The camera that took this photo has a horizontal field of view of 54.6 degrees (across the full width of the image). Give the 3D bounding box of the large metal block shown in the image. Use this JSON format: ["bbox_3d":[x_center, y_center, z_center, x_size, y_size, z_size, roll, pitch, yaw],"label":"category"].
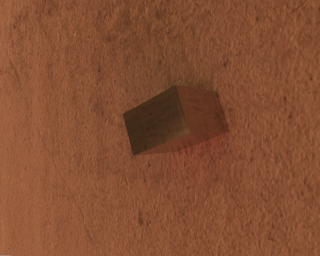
[{"bbox_3d":[0.019,-0.006,0.354,0.080,0.081,0.050,-25,75,37],"label":"large metal block"}]
